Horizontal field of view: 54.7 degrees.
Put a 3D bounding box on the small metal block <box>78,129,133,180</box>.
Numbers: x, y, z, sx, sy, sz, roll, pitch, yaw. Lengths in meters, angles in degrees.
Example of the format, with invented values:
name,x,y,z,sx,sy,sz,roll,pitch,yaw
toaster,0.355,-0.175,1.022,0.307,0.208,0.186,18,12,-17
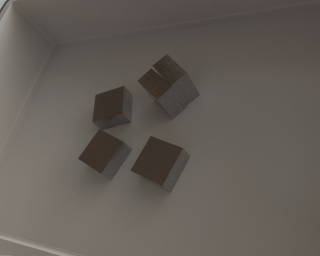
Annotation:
name,x,y,z,sx,sy,sz,roll,pitch,yaw
small metal block,-0.075,0.036,0.423,0.050,0.025,0.050,24,75,36

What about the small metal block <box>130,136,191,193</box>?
name,x,y,z,sx,sy,sz,roll,pitch,yaw
small metal block,0.001,0.043,0.379,0.050,0.025,0.050,20,72,35

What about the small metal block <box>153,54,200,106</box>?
name,x,y,z,sx,sy,sz,roll,pitch,yaw
small metal block,0.022,-0.064,0.418,0.025,0.050,0.050,-39,51,2

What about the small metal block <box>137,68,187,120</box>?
name,x,y,z,sx,sy,sz,roll,pitch,yaw
small metal block,0.003,-0.045,0.416,0.025,0.050,0.050,-43,51,-1

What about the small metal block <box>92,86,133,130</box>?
name,x,y,z,sx,sy,sz,roll,pitch,yaw
small metal block,-0.070,-0.029,0.461,0.050,0.025,0.050,-14,56,20
